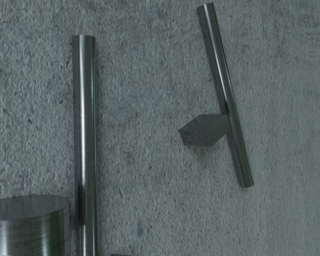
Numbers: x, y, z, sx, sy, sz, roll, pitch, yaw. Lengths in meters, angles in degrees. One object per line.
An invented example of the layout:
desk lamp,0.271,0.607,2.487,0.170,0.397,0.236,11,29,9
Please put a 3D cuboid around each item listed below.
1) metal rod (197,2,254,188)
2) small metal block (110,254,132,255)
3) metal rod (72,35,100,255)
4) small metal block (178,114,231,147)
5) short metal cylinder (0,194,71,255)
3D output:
metal rod,0.108,-0.043,0.494,0.025,0.025,0.298,-27,107,-37
small metal block,-0.050,0.178,0.345,0.050,0.025,0.050,-33,121,-73
metal rod,-0.080,0.052,0.337,0.025,0.025,0.298,-2,91,-40
small metal block,0.064,0.002,0.442,0.050,0.050,0.025,-34,111,-35
short metal cylinder,-0.119,0.092,0.269,0.081,0.080,0.050,-3,92,-40
